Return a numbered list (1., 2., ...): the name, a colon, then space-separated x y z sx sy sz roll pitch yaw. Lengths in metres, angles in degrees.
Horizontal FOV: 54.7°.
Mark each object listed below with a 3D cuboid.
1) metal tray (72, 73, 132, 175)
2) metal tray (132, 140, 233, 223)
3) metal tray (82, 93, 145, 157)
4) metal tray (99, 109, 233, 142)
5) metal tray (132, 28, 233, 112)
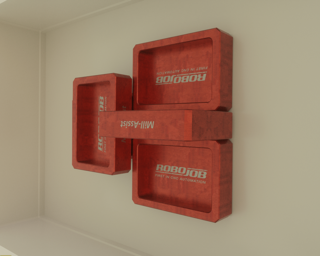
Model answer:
1. metal tray: -0.081 -0.006 0.426 0.090 0.030 0.129 2 91 39
2. metal tray: 0.023 0.056 0.381 0.130 0.030 0.089 1 91 39
3. metal tray: -0.080 -0.003 0.463 0.130 0.030 0.089 1 90 39
4. metal tray: 0.005 -0.004 0.356 0.130 0.091 0.030 1 91 39
5. metal tray: 0.023 -0.064 0.381 0.130 0.030 0.089 1 91 39
